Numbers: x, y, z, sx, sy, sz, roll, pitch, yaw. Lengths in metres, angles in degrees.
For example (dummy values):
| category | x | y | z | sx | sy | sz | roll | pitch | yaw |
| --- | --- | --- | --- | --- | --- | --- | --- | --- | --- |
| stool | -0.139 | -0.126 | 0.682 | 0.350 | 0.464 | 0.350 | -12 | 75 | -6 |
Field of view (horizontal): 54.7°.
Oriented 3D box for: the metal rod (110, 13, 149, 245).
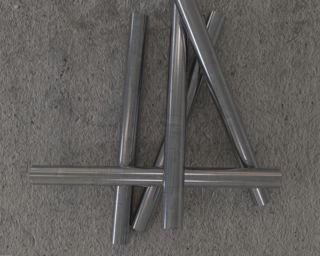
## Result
| category | x | y | z | sx | sy | sz | roll | pitch | yaw |
| --- | --- | --- | --- | --- | --- | --- | --- | --- | --- |
| metal rod | -0.040 | 0.001 | 0.409 | 0.025 | 0.025 | 0.298 | 5 | 90 | 0 |

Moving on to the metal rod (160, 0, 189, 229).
| category | x | y | z | sx | sy | sz | roll | pitch | yaw |
| --- | --- | --- | --- | --- | --- | --- | --- | --- | --- |
| metal rod | 0.020 | -0.034 | 0.377 | 0.025 | 0.025 | 0.299 | 3 | 77 | 0 |

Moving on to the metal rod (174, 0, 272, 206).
| category | x | y | z | sx | sy | sz | roll | pitch | yaw |
| --- | --- | --- | --- | --- | --- | --- | --- | --- | --- |
| metal rod | 0.079 | -0.039 | 0.391 | 0.025 | 0.025 | 0.299 | -23 | 98 | 0 |

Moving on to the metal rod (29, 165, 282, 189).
| category | x | y | z | sx | sy | sz | roll | pitch | yaw |
| --- | --- | --- | --- | --- | --- | --- | --- | --- | --- |
| metal rod | -0.006 | 0.060 | 0.382 | 0.302 | 0.025 | 0.025 | 1 | 90 | 1 |

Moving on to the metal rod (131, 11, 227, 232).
| category | x | y | z | sx | sy | sz | roll | pitch | yaw |
| --- | --- | --- | --- | --- | --- | --- | --- | --- | --- |
| metal rod | 0.025 | -0.008 | 0.409 | 0.025 | 0.025 | 0.299 | 20 | 90 | 0 |
